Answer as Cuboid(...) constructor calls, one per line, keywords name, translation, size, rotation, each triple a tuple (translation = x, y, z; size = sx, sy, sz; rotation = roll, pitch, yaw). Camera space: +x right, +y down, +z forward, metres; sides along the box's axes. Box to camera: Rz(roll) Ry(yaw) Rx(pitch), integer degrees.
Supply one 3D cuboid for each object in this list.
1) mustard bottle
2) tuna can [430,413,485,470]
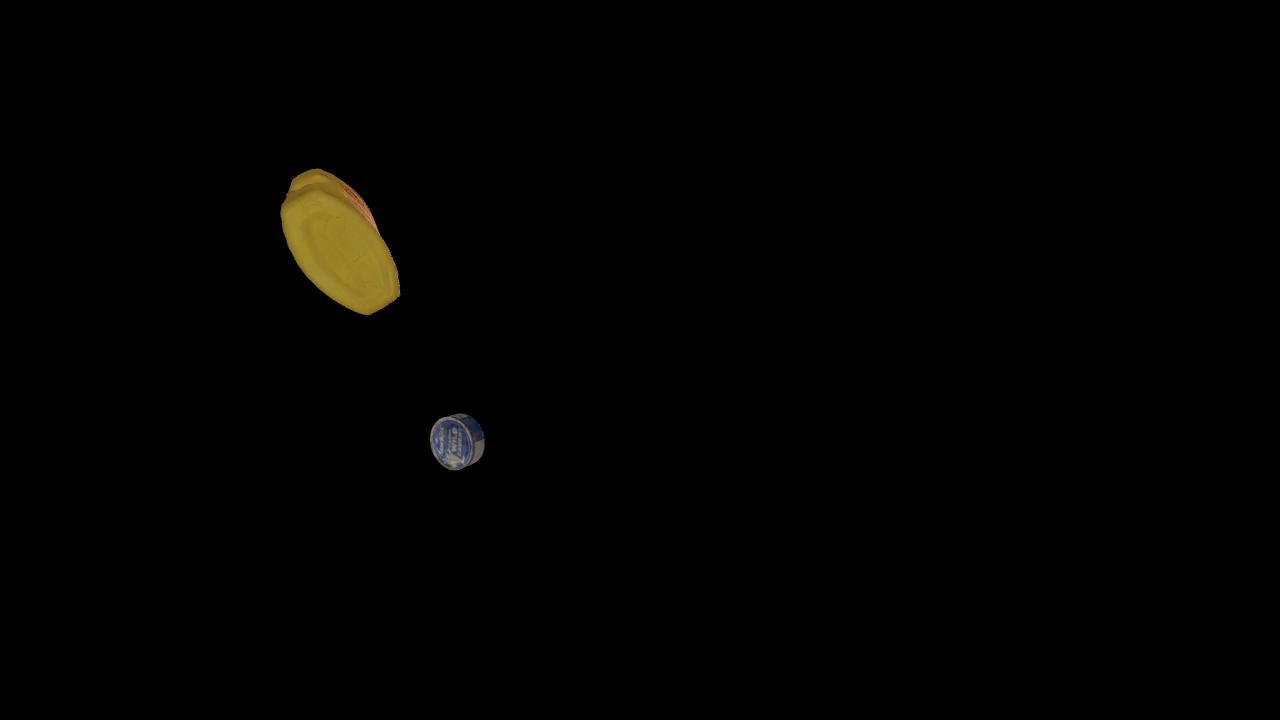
Cuboid(name="mustard bottle", translation=(-0.234, -0.103, 0.478), size=(0.054, 0.092, 0.184), rotation=(-39, 35, -6))
Cuboid(name="tuna can", translation=(-0.282, 0.125, 0.951), size=(0.084, 0.084, 0.034), rotation=(0, 8, 25))
